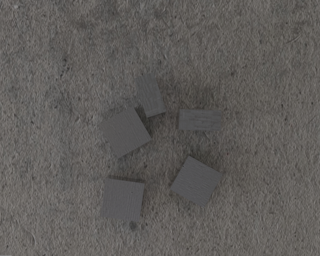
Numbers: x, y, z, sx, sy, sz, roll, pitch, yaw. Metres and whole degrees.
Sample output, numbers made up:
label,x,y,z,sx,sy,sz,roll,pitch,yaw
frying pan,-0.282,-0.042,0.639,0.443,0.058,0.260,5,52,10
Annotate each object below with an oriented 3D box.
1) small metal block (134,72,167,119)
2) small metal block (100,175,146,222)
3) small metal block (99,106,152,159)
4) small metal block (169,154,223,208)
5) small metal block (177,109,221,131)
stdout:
label,x,y,z,sx,sy,sz,roll,pitch,yaw
small metal block,-0.012,-0.040,0.397,0.025,0.050,0.050,-18,90,0
small metal block,-0.048,0.092,0.410,0.050,0.025,0.050,8,90,0
small metal block,-0.044,0.005,0.409,0.050,0.025,0.050,-30,90,0
small metal block,0.047,0.069,0.410,0.050,0.025,0.050,29,90,0
small metal block,0.048,-0.010,0.398,0.050,0.050,0.025,2,90,0
